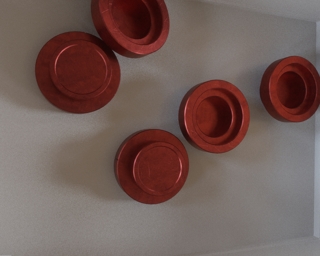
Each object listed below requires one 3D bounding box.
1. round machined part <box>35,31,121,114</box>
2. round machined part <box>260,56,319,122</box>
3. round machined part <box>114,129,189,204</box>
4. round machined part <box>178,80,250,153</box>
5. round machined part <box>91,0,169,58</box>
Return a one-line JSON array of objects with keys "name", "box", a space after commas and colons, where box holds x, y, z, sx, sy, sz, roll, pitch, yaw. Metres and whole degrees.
[{"name": "round machined part", "box": [-0.095, -0.066, 0.366, 0.099, 0.042, 0.097, 0, 90, -20]}, {"name": "round machined part", "box": [0.193, -0.057, 0.472, 0.099, 0.042, 0.097, 0, 90, -20]}, {"name": "round machined part", "box": [-0.007, 0.050, 0.399, 0.099, 0.042, 0.097, 0, 90, -20]}, {"name": "round machined part", "box": [0.070, -0.015, 0.427, 0.099, 0.042, 0.097, 0, 90, -20]}, {"name": "round machined part", "box": [-0.039, -0.133, 0.376, 0.099, 0.042, 0.097, 4, 83, -38]}]
